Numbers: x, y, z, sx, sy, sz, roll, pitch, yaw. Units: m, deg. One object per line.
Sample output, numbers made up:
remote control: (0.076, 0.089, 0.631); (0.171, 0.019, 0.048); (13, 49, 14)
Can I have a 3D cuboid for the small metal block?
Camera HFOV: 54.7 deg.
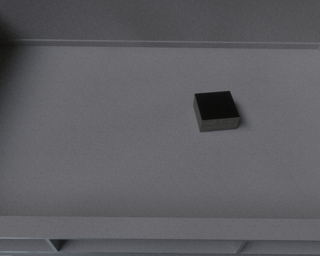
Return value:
small metal block: (0.076, -0.023, 0.425); (0.050, 0.025, 0.050); (-5, 50, -5)
